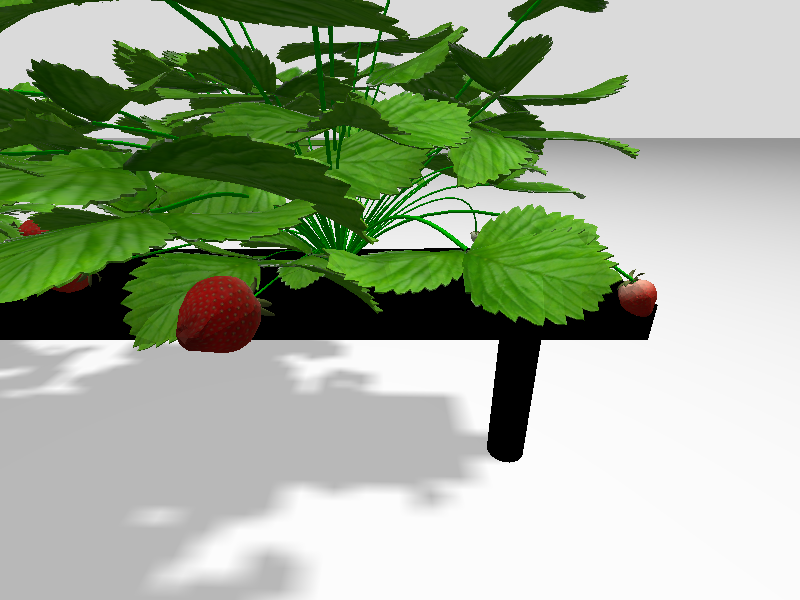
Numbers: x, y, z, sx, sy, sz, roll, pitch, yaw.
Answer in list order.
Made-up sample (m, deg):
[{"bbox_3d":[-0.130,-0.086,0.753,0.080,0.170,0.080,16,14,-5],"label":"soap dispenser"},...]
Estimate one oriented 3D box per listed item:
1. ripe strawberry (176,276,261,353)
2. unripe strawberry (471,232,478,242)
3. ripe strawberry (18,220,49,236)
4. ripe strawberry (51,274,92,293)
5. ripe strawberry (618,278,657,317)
[{"bbox_3d":[-0.105,0.011,0.228,0.045,0.047,0.049,8,26,17],"label":"ripe strawberry"},{"bbox_3d":[0.083,-0.069,0.441,0.011,0.011,0.011,-13,27,-28],"label":"unripe strawberry"},{"bbox_3d":[-0.355,-0.065,0.405,0.042,0.036,0.042,-7,25,-16],"label":"ripe strawberry"},{"bbox_3d":[-0.267,-0.026,0.315,0.039,0.040,0.035,-6,25,-12],"label":"ripe strawberry"},{"bbox_3d":[0.167,-0.001,0.280,0.024,0.028,0.028,-24,10,31],"label":"ripe strawberry"}]
